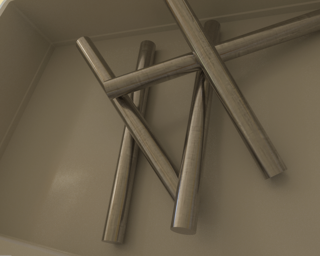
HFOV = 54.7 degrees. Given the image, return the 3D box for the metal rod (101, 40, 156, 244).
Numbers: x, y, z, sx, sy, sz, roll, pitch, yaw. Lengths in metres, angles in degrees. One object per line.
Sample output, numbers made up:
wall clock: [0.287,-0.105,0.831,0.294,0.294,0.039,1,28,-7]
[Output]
metal rod: [-0.037,0.000,0.423,0.025,0.025,0.299,-6,59,24]

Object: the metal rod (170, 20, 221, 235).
metal rod: [0.049,-0.025,0.376,0.025,0.025,0.300,-5,54,25]

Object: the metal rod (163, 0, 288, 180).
metal rod: [0.056,-0.081,0.357,0.025,0.025,0.299,-29,74,10]

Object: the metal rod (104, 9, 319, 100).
metal rod: [0.077,-0.094,0.385,0.301,0.025,0.025,-18,54,3]

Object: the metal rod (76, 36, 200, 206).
metal rod: [-0.042,-0.022,0.406,0.025,0.025,0.300,-37,62,3]
